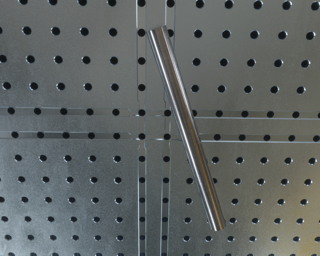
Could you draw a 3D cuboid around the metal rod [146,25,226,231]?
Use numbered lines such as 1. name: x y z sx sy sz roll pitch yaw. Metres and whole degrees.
1. metal rod: 0.042 0.014 0.419 0.025 0.025 0.298 -17 110 6
